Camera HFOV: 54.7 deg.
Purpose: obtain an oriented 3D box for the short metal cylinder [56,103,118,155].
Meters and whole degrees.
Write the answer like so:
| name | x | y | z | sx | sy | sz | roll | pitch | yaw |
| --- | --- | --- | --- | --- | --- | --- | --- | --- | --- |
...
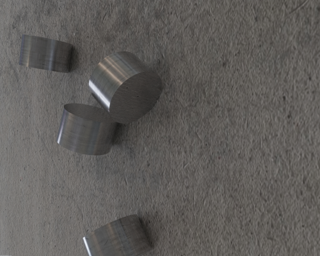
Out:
| name | x | y | z | sx | sy | sz | roll | pitch | yaw |
| --- | --- | --- | --- | --- | --- | --- | --- | --- | --- |
| short metal cylinder | -0.106 | 0.000 | 0.457 | 0.080 | 0.081 | 0.050 | 28 | 108 | 36 |

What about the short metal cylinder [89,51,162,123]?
| name | x | y | z | sx | sy | sz | roll | pitch | yaw |
| --- | --- | --- | --- | --- | --- | --- | --- | --- | --- |
| short metal cylinder | -0.045 | -0.053 | 0.406 | 0.050 | 0.081 | 0.080 | 46 | 117 | 30 |

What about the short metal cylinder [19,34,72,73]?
| name | x | y | z | sx | sy | sz | roll | pitch | yaw |
| --- | --- | --- | --- | --- | --- | --- | --- | --- | --- |
| short metal cylinder | -0.195 | -0.126 | 0.531 | 0.080 | 0.081 | 0.050 | 17 | 101 | 38 |

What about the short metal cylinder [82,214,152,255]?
| name | x | y | z | sx | sy | sz | roll | pitch | yaw |
| --- | --- | --- | --- | --- | --- | --- | --- | --- | --- |
| short metal cylinder | -0.058 | 0.158 | 0.417 | 0.080 | 0.081 | 0.050 | -41 | 65 | 32 |
